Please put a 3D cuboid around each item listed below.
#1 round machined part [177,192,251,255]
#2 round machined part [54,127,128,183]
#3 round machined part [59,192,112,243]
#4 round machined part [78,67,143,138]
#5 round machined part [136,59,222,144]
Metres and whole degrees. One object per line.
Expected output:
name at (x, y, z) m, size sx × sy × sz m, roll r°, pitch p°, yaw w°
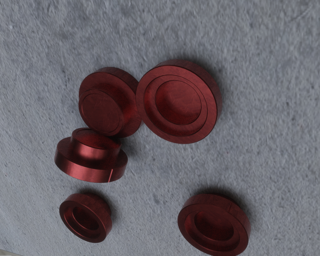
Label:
round machined part at (0.078, 0.130, 0.434) m, size 0.098 × 0.042 × 0.097 m, roll 13°, pitch 124°, yaw 20°
round machined part at (-0.092, 0.032, 0.430) m, size 0.098 × 0.098 × 0.042 m, roll 23°, pitch 108°, yaw 14°
round machined part at (-0.128, 0.156, 0.557) m, size 0.098 × 0.042 × 0.097 m, roll 13°, pitch 124°, yaw 20°
round machined part at (-0.068, -0.028, 0.413) m, size 0.098 × 0.042 × 0.097 m, roll 13°, pitch 124°, yaw 20°
round machined part at (0.025, -0.033, 0.361) m, size 0.098 × 0.042 × 0.097 m, roll 13°, pitch 124°, yaw 20°
